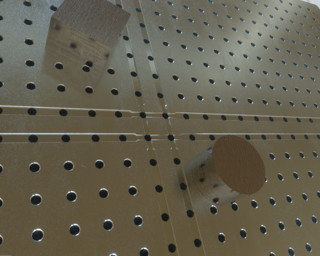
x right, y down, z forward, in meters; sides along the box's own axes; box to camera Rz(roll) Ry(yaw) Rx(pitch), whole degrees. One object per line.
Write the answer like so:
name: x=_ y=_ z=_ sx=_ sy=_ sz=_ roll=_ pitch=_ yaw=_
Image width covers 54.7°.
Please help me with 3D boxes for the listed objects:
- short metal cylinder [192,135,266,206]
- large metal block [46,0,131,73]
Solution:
short metal cylinder: x=0.089 y=0.056 z=0.406 sx=0.081 sy=0.050 sz=0.080 roll=14 pitch=56 yaw=-21
large metal block: x=-0.096 y=-0.136 z=0.423 sx=0.080 sy=0.050 sz=0.080 roll=26 pitch=52 yaw=-12
